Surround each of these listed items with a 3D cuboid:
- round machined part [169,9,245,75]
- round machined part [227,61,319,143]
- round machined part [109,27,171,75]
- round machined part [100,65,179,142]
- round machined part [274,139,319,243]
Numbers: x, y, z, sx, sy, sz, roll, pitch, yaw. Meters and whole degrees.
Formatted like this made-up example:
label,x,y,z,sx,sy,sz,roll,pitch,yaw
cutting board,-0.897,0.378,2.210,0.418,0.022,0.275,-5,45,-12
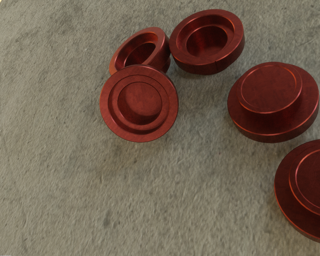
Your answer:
label,x,y,z,sx,sy,sz,roll,pitch,yaw
round machined part,0.065,-0.111,0.422,0.098,0.042,0.098,-9,58,16
round machined part,0.124,-0.035,0.349,0.098,0.042,0.098,-13,56,20
round machined part,-0.024,-0.098,0.457,0.098,0.042,0.098,-22,46,25
round machined part,-0.025,-0.034,0.402,0.098,0.098,0.042,-27,13,11
round machined part,0.155,0.052,0.280,0.098,0.042,0.098,-13,56,20
